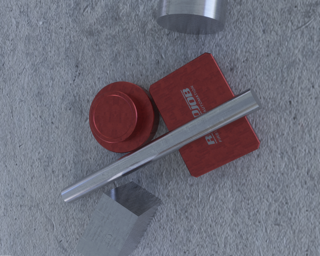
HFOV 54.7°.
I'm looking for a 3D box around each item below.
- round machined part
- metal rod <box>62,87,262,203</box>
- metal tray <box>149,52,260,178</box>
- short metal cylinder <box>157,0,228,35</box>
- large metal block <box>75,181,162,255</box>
[{"bbox_3d":[-0.054,-0.014,0.418,0.098,0.042,0.097,0,90,19],"label":"round machined part"},{"bbox_3d":[-0.017,0.034,0.388,0.300,0.025,0.025,-29,81,27],"label":"metal rod"},{"bbox_3d":[0.054,-0.015,0.387,0.090,0.030,0.130,-29,81,17],"label":"metal tray"},{"bbox_3d":[0.039,-0.146,0.366,0.080,0.080,0.050,7,93,19],"label":"short metal cylinder"},{"bbox_3d":[-0.049,0.122,0.396,0.050,0.080,0.080,30,100,17],"label":"large metal block"}]
